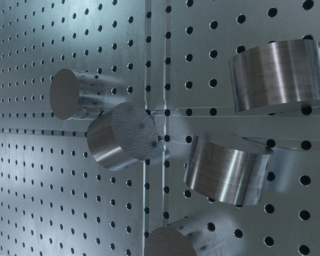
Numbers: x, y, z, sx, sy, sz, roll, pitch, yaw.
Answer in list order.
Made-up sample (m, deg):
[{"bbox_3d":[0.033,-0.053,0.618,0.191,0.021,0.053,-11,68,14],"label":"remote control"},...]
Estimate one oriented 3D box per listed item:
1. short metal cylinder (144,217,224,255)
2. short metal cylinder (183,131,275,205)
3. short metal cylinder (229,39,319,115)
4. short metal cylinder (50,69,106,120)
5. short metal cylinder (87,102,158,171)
[{"bbox_3d":[0.028,0.152,0.369,0.080,0.050,0.079,0,90,39],"label":"short metal cylinder"},{"bbox_3d":[0.069,0.037,0.316,0.080,0.081,0.050,20,103,38],"label":"short metal cylinder"},{"bbox_3d":[0.107,-0.042,0.284,0.080,0.081,0.050,-10,84,39],"label":"short metal cylinder"},{"bbox_3d":[-0.134,-0.053,0.501,0.080,0.050,0.079,0,90,39],"label":"short metal cylinder"},{"bbox_3d":[-0.049,0.012,0.411,0.050,0.081,0.080,-27,74,37],"label":"short metal cylinder"}]
